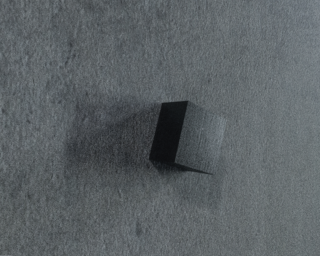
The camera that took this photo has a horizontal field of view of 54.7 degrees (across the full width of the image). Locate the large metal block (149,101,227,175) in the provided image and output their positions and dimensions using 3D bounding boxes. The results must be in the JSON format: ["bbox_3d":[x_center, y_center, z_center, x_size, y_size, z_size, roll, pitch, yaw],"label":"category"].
[{"bbox_3d":[0.040,0.015,0.424,0.080,0.050,0.080,22,76,-38],"label":"large metal block"}]
